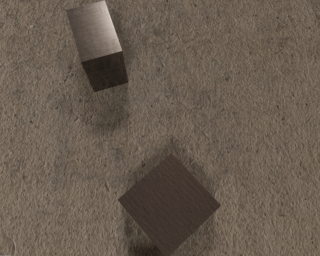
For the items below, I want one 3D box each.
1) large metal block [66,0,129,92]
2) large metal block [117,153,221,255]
[{"bbox_3d":[-0.082,-0.107,0.417,0.050,0.080,0.080,-18,71,-7],"label":"large metal block"},{"bbox_3d":[0.010,0.090,0.362,0.080,0.050,0.080,-40,75,-14],"label":"large metal block"}]
